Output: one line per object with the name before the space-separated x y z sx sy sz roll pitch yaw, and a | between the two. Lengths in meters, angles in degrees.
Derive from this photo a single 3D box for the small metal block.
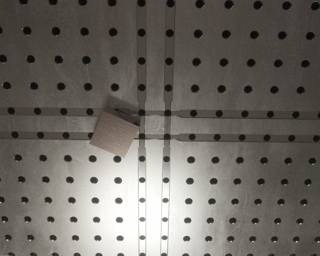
small metal block | -0.060 0.005 0.415 0.050 0.025 0.050 24 108 -9
